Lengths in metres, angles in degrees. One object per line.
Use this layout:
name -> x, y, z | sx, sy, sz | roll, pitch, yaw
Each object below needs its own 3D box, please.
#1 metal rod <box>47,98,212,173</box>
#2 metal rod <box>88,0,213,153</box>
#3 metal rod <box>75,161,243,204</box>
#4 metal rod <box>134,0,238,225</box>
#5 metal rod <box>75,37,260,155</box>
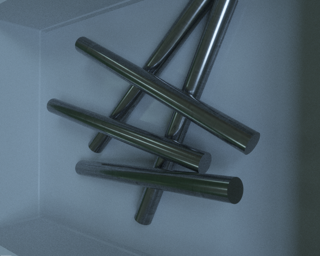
metal rod -> -0.064, 0.000, 0.423 | 0.300, 0.025, 0.025 | 18, 102, 38
metal rod -> -0.016, -0.071, 0.418 | 0.298, 0.025, 0.025 | -50, 61, 28
metal rod -> -0.029, 0.062, 0.398 | 0.300, 0.025, 0.025 | -2, 89, 49
metal rod -> 0.026, -0.010, 0.383 | 0.025, 0.025, 0.298 | 31, 109, 35
metal rod -> -0.014, -0.055, 0.382 | 0.300, 0.025, 0.025 | 34, 111, 34
